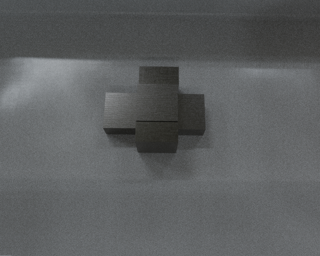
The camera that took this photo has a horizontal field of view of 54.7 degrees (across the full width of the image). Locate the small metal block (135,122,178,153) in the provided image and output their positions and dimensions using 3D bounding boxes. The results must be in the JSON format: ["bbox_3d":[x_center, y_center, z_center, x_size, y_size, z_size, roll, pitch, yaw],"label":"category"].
[{"bbox_3d":[-0.004,0.013,0.388,0.050,0.050,0.025,1,70,0],"label":"small metal block"}]

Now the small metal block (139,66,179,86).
[{"bbox_3d":[-0.001,-0.059,0.415,0.050,0.050,0.025,1,70,0],"label":"small metal block"}]

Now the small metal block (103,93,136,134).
[{"bbox_3d":[-0.047,-0.019,0.414,0.050,0.025,0.050,1,70,0],"label":"small metal block"}]

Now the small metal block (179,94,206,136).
[{"bbox_3d":[0.033,-0.018,0.414,0.050,0.025,0.050,1,70,0],"label":"small metal block"}]

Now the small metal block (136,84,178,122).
[{"bbox_3d":[-0.003,-0.028,0.390,0.050,0.025,0.050,1,70,0],"label":"small metal block"}]
